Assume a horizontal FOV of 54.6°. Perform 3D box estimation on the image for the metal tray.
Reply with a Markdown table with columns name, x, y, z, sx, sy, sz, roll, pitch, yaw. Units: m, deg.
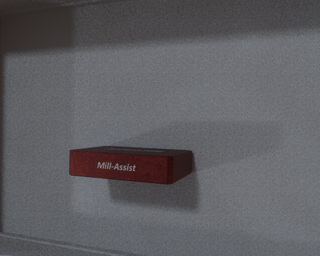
| name | x | y | z | sx | sy | sz | roll | pitch | yaw |
| --- | --- | --- | --- | --- | --- | --- | --- | --- | --- |
| metal tray | -0.034 | 0.043 | 0.388 | 0.130 | 0.090 | 0.030 | 2 | 91 | 20 |
